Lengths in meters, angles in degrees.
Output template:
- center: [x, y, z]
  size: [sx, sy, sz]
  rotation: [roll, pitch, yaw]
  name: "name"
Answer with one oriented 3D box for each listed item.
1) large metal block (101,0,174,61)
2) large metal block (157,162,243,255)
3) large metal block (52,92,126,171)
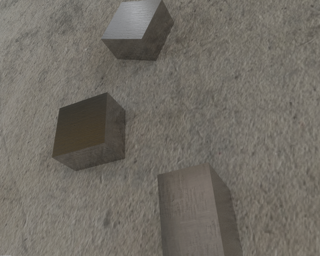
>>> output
- center: [-0.035, -0.158, 0.501]
  size: [0.080, 0.050, 0.080]
  rotation: [10, 67, 32]
  name: "large metal block"
- center: [0.040, 0.089, 0.292]
  size: [0.050, 0.080, 0.080]
  rotation: [-17, 55, 18]
  name: "large metal block"
- center: [-0.096, 0.007, 0.432]
  size: [0.080, 0.050, 0.080]
  rotation: [-16, 55, 19]
  name: "large metal block"
